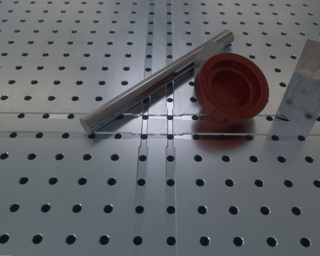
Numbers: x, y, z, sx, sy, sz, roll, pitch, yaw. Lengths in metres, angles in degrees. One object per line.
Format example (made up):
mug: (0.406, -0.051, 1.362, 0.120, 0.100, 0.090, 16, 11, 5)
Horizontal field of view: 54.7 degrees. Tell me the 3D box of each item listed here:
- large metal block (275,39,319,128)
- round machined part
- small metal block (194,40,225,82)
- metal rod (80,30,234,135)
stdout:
large metal block: (0.205, -0.061, 0.424, 0.050, 0.080, 0.080, 22, 54, 18)
round machined part: (0.094, -0.050, 0.425, 0.099, 0.042, 0.098, 4, 69, -12)
small metal block: (0.075, -0.096, 0.471, 0.025, 0.050, 0.050, 21, 53, 22)
metal rod: (0.011, -0.081, 0.475, 0.302, 0.025, 0.025, -36, 59, -27)
